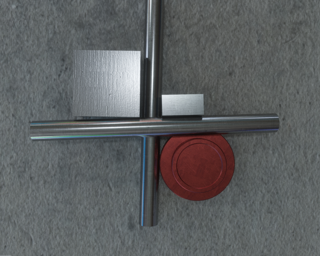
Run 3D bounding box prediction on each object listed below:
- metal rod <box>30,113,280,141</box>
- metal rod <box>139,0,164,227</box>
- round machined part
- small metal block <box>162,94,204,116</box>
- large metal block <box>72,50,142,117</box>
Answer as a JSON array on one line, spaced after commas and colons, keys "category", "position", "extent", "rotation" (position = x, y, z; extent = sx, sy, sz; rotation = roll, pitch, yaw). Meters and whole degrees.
[{"category": "metal rod", "position": [-0.002, -0.001, 0.386], "extent": [0.302, 0.025, 0.025], "rotation": [-2, 90, -5]}, {"category": "metal rod", "position": [-0.011, -0.022, 0.411], "extent": [0.025, 0.025, 0.298], "rotation": [2, 90, -1]}, {"category": "round machined part", "position": [0.049, 0.047, 0.402], "extent": [0.099, 0.042, 0.097], "rotation": [0, 90, -1]}, {"category": "small metal block", "position": [0.028, -0.028, 0.399], "extent": [0.050, 0.050, 0.025], "rotation": [-1, 90, -1]}, {"category": "large metal block", "position": [-0.064, -0.054, 0.397], "extent": [0.081, 0.050, 0.079], "rotation": [1, 90, -1]}]
